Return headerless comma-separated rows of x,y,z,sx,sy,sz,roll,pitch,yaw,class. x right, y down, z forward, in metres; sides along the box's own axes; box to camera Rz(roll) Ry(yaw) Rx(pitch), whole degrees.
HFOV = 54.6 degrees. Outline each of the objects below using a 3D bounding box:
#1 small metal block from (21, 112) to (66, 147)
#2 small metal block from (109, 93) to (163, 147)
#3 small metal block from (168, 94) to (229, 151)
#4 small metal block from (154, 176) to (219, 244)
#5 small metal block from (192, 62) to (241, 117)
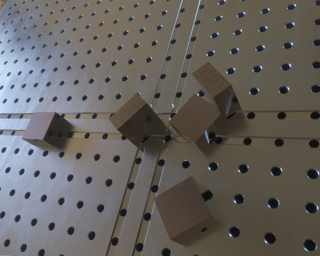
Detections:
-0.191,0.001,0.509,0.050,0.025,0.050,2,62,29,small metal block
-0.031,-0.010,0.416,0.050,0.050,0.025,-42,51,-1,small metal block
0.048,-0.008,0.389,0.050,0.025,0.050,-47,51,-5,small metal block
0.028,0.089,0.340,0.050,0.025,0.050,-32,52,7,small metal block
0.070,-0.046,0.384,0.025,0.050,0.050,-36,51,4,small metal block
